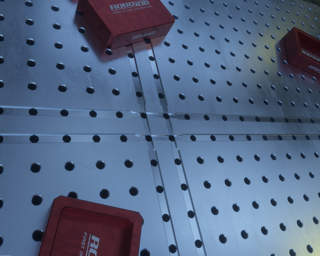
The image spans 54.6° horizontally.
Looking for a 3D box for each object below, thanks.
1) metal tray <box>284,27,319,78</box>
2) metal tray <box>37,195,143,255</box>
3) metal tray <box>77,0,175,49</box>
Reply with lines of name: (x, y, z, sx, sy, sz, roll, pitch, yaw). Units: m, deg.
metal tray: (0.339, -0.160, 0.683, 0.131, 0.030, 0.090, 19, 54, -17)
metal tray: (-0.069, 0.136, 0.284, 0.091, 0.030, 0.130, 18, 55, -18)
metal tray: (-0.050, -0.180, 0.487, 0.131, 0.030, 0.090, -28, 77, -37)
